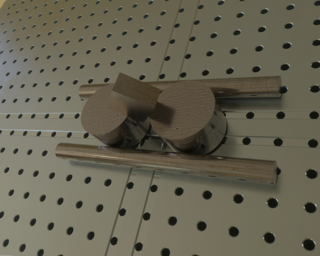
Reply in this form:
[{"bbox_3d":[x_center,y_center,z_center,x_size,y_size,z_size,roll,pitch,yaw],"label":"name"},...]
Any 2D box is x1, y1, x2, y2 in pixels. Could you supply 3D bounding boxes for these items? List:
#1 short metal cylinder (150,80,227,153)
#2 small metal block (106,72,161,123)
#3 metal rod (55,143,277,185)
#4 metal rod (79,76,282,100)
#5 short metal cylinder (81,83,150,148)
[{"bbox_3d":[0.035,-0.011,0.376,0.080,0.050,0.080,-13,56,21],"label":"short metal cylinder"},{"bbox_3d":[-0.033,-0.034,0.367,0.050,0.050,0.025,22,66,-10],"label":"small metal block"},{"bbox_3d":[-0.014,0.040,0.387,0.300,0.025,0.025,3,63,29],"label":"metal rod"},{"bbox_3d":[0.008,-0.053,0.432,0.300,0.025,0.025,2,63,29],"label":"metal rod"},{"bbox_3d":[-0.061,-0.015,0.429,0.080,0.050,0.080,-13,56,21],"label":"short metal cylinder"}]
